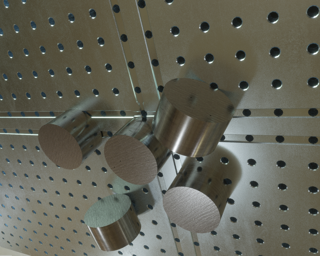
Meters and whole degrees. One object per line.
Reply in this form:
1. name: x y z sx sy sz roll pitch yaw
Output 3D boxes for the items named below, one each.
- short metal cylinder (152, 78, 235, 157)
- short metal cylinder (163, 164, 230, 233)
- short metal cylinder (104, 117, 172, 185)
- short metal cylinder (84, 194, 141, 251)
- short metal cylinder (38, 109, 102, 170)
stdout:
1. short metal cylinder: 0.036 -0.013 0.349 0.080 0.080 0.050 28 128 10
2. short metal cylinder: 0.051 0.098 0.429 0.080 0.050 0.079 13 124 21
3. short metal cylinder: -0.029 0.032 0.430 0.080 0.050 0.079 13 124 21
4. short metal cylinder: -0.077 0.154 0.512 0.080 0.080 0.050 -5 116 30
5. short metal cylinder: -0.138 0.017 0.479 0.080 0.050 0.079 13 124 21
